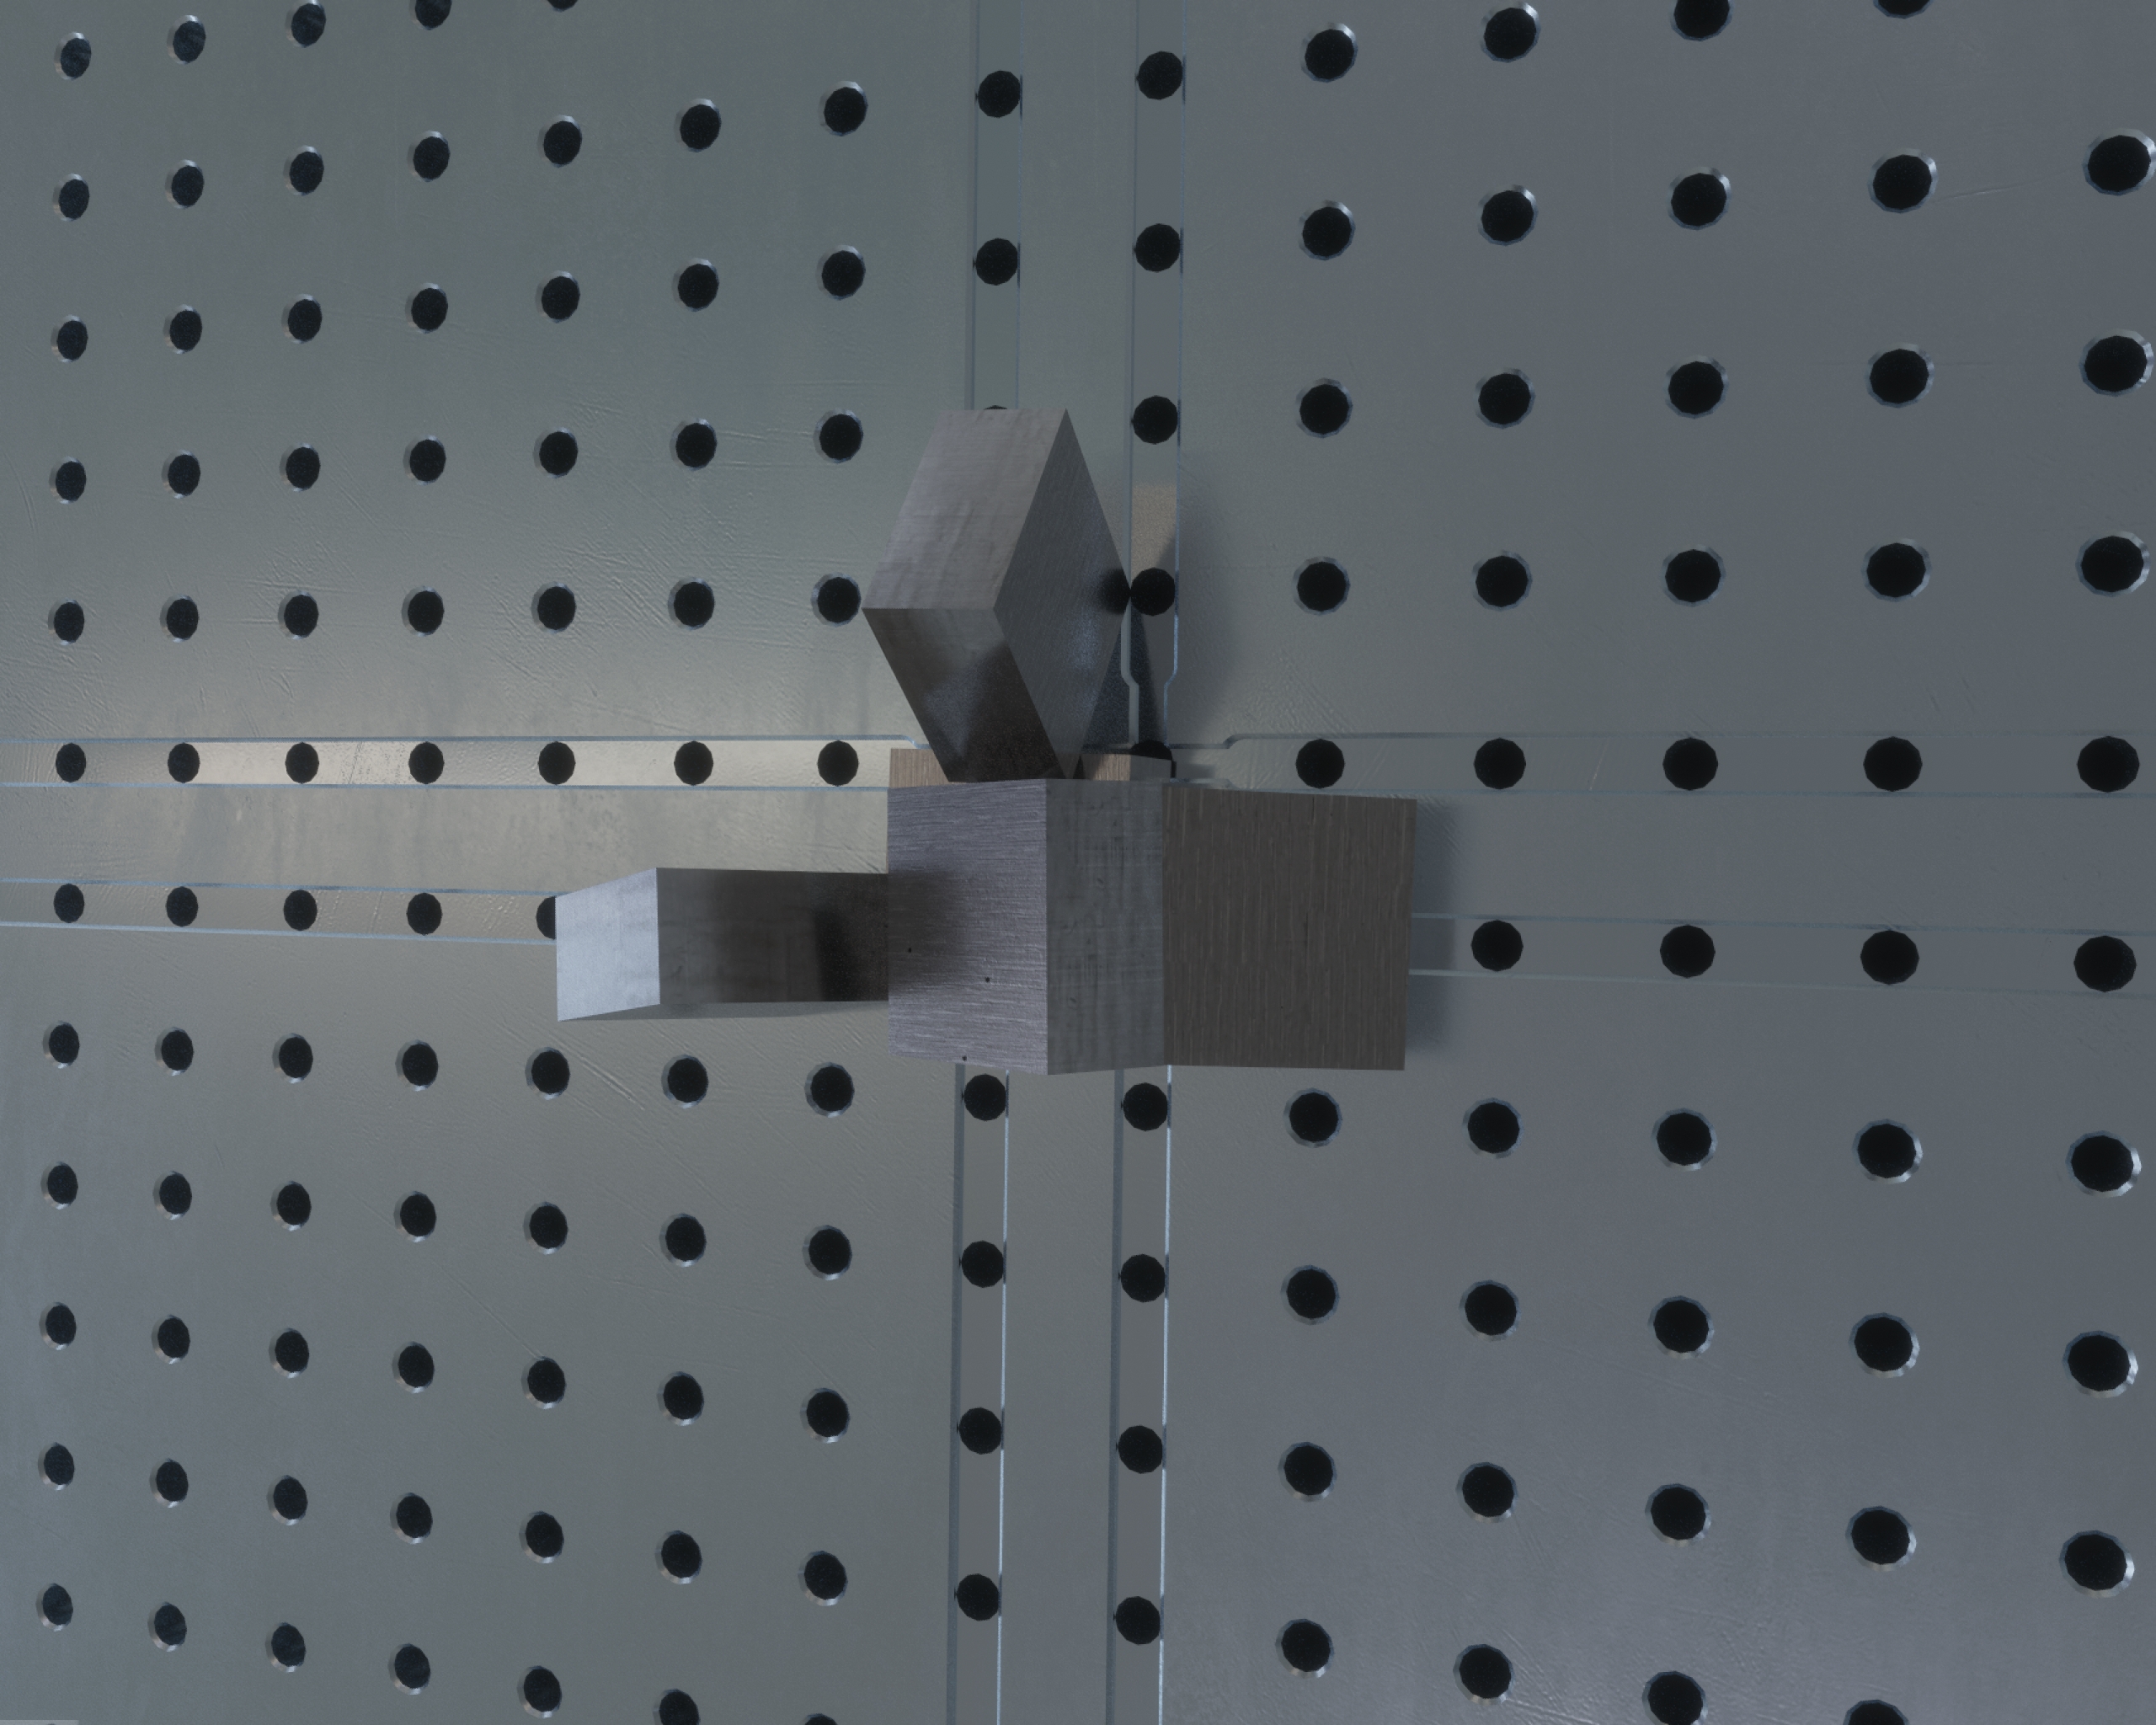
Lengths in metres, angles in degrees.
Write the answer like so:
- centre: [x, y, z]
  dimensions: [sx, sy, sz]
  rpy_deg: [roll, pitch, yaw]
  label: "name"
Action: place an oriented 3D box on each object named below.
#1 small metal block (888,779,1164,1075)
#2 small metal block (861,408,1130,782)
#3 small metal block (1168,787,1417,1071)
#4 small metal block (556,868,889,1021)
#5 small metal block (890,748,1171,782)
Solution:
- centre: [-0.010, 0.011, 0.378]
  dimensions: [0.050, 0.025, 0.050]
  rpy_deg: [-1, 90, 53]
  label: "small metal block"
- centre: [-0.014, -0.050, 0.394]
  dimensions: [0.025, 0.050, 0.050]
  rpy_deg: [3, 55, 21]
  label: "small metal block"
- centre: [0.034, 0.012, 0.389]
  dimensions: [0.050, 0.025, 0.050]
  rpy_deg: [2, 91, -11]
  label: "small metal block"
- centre: [-0.070, 0.017, 0.414]
  dimensions: [0.050, 0.050, 0.025]
  rpy_deg: [-12, 78, 54]
  label: "small metal block"
- centre: [-0.010, 0.003, 0.417]
  dimensions: [0.050, 0.025, 0.050]
  rpy_deg: [3, 91, 20]
  label: "small metal block"
